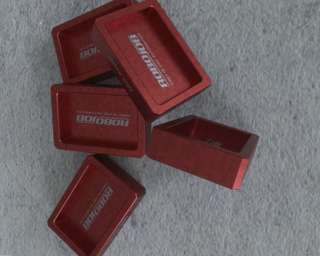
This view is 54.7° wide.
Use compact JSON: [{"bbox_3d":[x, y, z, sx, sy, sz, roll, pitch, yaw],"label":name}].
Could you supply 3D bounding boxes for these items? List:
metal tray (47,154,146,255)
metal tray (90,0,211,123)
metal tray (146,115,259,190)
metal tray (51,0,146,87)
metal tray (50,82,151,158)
[{"bbox_3d":[-0.091,0.111,0.433,0.090,0.030,0.129,37,104,15],"label":"metal tray"},{"bbox_3d":[-0.010,-0.083,0.371,0.091,0.030,0.130,-32,87,-26],"label":"metal tray"},{"bbox_3d":[0.053,0.018,0.332,0.090,0.131,0.030,19,104,19],"label":"metal tray"},{"bbox_3d":[-0.082,-0.117,0.433,0.130,0.030,0.090,-16,85,18],"label":"metal tray"},{"bbox_3d":[-0.078,-0.012,0.415,0.131,0.030,0.089,5,104,13],"label":"metal tray"}]
